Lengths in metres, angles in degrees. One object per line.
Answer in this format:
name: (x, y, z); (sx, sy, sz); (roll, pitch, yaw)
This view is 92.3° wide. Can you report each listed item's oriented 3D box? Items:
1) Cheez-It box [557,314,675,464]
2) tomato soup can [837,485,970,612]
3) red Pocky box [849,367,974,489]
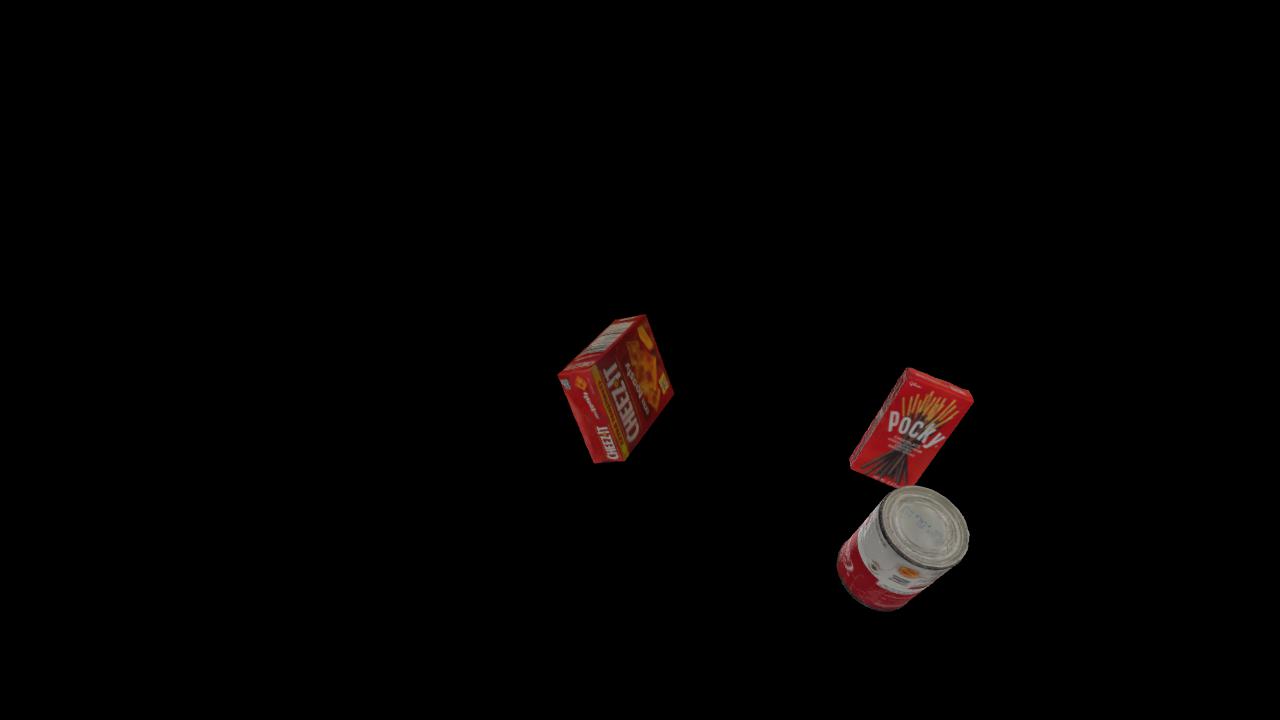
Cheez-It box: (-0.032, 0.041, 1.023); (0.071, 0.166, 0.223); (-9, 21, 30)
tomato soup can: (0.207, 0.152, 0.491); (0.068, 0.068, 0.101); (0, -38, -5)
red Pocky box: (0.335, 0.090, 0.769); (0.083, 0.155, 0.028); (23, 29, 5)
